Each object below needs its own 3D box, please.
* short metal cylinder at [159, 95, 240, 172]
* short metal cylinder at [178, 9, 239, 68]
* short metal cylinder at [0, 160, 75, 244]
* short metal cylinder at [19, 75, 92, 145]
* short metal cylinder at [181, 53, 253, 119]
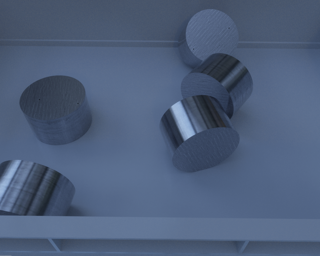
[{"bbox_3d":[0.045,0.008,0.363,0.081,0.080,0.050,-13,51,-11],"label":"short metal cylinder"},{"bbox_3d":[0.073,-0.133,0.476,0.081,0.050,0.080,0,88,-10],"label":"short metal cylinder"},{"bbox_3d":[-0.131,0.075,0.305,0.080,0.080,0.050,7,51,6],"label":"short metal cylinder"},{"bbox_3d":[-0.134,-0.024,0.408,0.080,0.050,0.080,0,50,0],"label":"short metal cylinder"},{"bbox_3d":[0.075,-0.052,0.413,0.080,0.080,0.050,31,57,23],"label":"short metal cylinder"}]
